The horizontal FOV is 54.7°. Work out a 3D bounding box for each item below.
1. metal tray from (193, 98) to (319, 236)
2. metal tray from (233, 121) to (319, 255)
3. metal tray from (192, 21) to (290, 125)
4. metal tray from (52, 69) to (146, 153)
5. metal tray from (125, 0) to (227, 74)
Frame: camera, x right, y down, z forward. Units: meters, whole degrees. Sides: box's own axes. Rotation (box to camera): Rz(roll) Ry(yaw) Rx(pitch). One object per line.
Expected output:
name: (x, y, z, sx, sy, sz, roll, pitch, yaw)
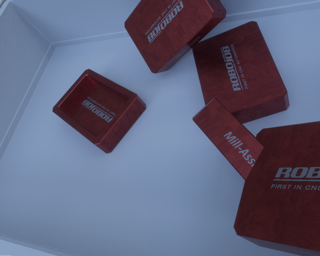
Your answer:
metal tray: (0.093, 0.036, 0.290, 0.030, 0.090, 0.130, -44, 51, 9)
metal tray: (0.117, 0.039, 0.202, 0.130, 0.030, 0.090, -12, 51, 53)
metal tray: (0.097, -0.069, 0.393, 0.090, 0.030, 0.130, -19, 54, 16)
metal tray: (-0.095, -0.030, 0.468, 0.130, 0.030, 0.090, 31, 78, 37)
metal tray: (0.014, -0.145, 0.415, 0.129, 0.030, 0.090, -36, 82, 45)
